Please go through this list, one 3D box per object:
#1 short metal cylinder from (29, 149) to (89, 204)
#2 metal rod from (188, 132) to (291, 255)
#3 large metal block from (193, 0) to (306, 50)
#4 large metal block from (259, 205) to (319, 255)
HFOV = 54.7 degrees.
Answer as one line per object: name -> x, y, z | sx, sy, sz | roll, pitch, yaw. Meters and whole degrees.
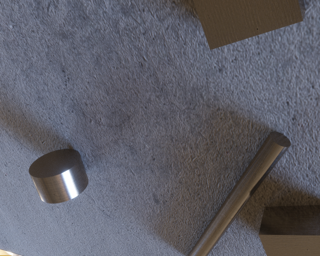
short metal cylinder -> -0.162, 0.076, 0.501 | 0.080, 0.080, 0.050 | 4, 120, 26
metal rod -> 0.092, 0.123, 0.433 | 0.025, 0.025, 0.298 | 28, 128, 10
large metal block -> 0.075, -0.125, 0.273 | 0.080, 0.050, 0.080 | -11, 113, 32
large metal block -> 0.179, 0.145, 0.386 | 0.080, 0.050, 0.080 | -12, 112, 33
